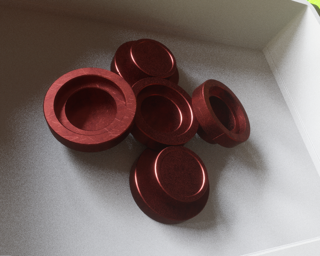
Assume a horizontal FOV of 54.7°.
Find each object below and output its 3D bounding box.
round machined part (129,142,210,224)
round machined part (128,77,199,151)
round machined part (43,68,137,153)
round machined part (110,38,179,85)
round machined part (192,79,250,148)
[{"bbox_3d":[0.017,0.059,0.365,0.099,0.042,0.098,14,56,-21],"label":"round machined part"},{"bbox_3d":[-0.002,-0.014,0.399,0.099,0.042,0.098,14,56,-21],"label":"round machined part"},{"bbox_3d":[-0.077,-0.017,0.351,0.099,0.042,0.098,4,62,-7],"label":"round machined part"},{"bbox_3d":[-0.016,-0.086,0.436,0.099,0.042,0.098,14,56,-21],"label":"round machined part"},{"bbox_3d":[0.079,-0.016,0.434,0.098,0.042,0.098,27,46,-31],"label":"round machined part"}]
